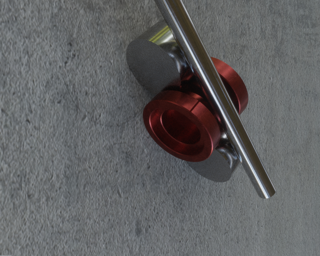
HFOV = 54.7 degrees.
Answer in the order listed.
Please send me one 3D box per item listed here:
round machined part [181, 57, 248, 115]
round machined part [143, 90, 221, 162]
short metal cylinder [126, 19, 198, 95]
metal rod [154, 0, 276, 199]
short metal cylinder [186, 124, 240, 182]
[{"bbox_3d":[0.064,-0.043,0.414,0.042,0.098,0.098,-45,117,-26],"label":"round machined part"},{"bbox_3d":[0.031,-0.007,0.385,0.042,0.098,0.098,-49,120,-33],"label":"round machined part"},{"bbox_3d":[0.006,-0.084,0.377,0.050,0.080,0.080,-47,118,-30],"label":"short metal cylinder"},{"bbox_3d":[0.075,-0.026,0.367,0.025,0.025,0.299,-48,119,-29],"label":"metal rod"},{"bbox_3d":[0.077,0.030,0.437,0.050,0.080,0.080,-47,118,-30],"label":"short metal cylinder"}]
